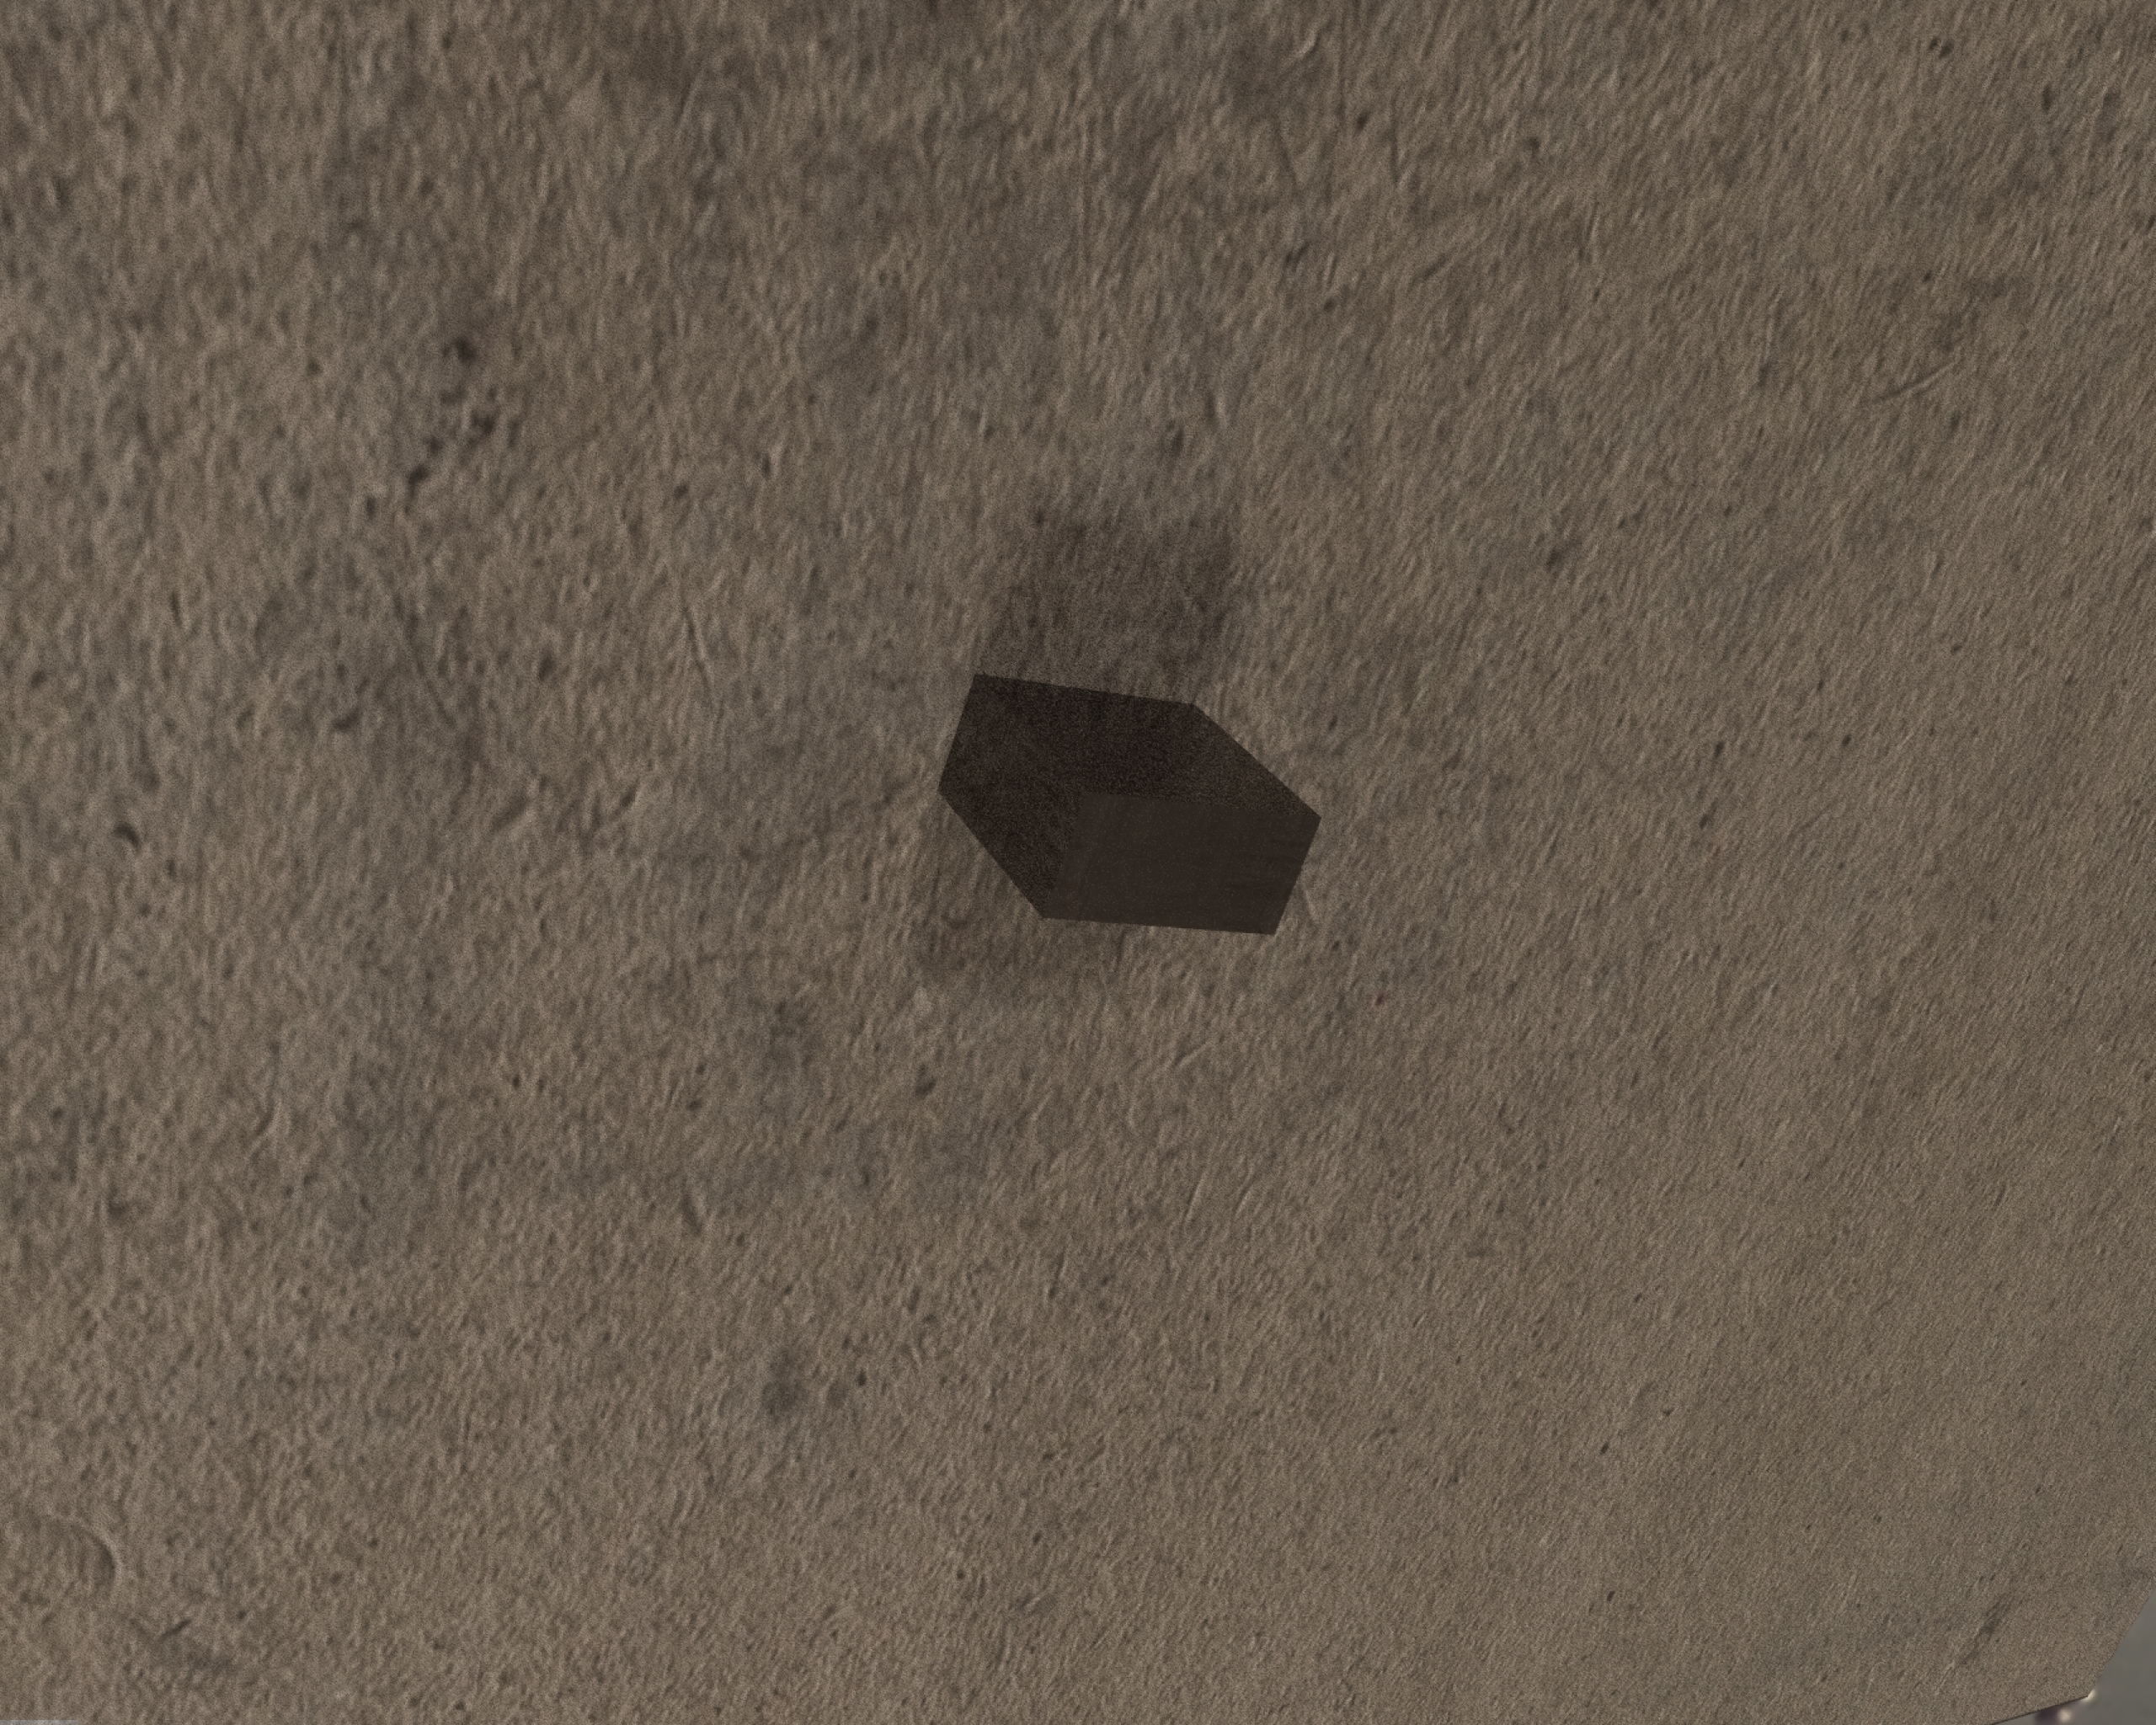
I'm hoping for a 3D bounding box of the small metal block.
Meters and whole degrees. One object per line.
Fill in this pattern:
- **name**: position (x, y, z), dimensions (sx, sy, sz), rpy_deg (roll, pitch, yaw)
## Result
- **small metal block**: position (0.009, -0.011, 0.391), dimensions (0.050, 0.050, 0.025), rpy_deg (5, 116, -31)
